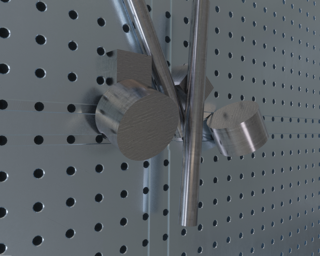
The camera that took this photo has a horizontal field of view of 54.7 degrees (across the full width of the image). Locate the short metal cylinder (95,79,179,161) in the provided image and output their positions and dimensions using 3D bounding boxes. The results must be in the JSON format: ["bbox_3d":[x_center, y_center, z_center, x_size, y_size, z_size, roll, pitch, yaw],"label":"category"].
[{"bbox_3d":[-0.026,-0.010,0.353,0.081,0.050,0.079,-20,126,-30],"label":"short metal cylinder"}]

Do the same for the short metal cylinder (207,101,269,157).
[{"bbox_3d":[0.118,0.000,0.473,0.080,0.080,0.050,-41,115,-32],"label":"short metal cylinder"}]

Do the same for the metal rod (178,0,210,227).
[{"bbox_3d":[0.046,-0.023,0.413,0.025,0.025,0.298,7,85,-40],"label":"metal rod"}]

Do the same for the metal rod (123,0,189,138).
[{"bbox_3d":[-0.019,-0.125,0.392,0.025,0.025,0.298,-34,111,-35],"label":"metal rod"}]

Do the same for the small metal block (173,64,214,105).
[{"bbox_3d":[0.045,-0.059,0.447,0.050,0.025,0.050,51,60,-28],"label":"small metal block"}]

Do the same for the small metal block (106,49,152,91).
[{"bbox_3d":[-0.038,-0.065,0.377,0.050,0.025,0.050,1,90,-40],"label":"small metal block"}]
